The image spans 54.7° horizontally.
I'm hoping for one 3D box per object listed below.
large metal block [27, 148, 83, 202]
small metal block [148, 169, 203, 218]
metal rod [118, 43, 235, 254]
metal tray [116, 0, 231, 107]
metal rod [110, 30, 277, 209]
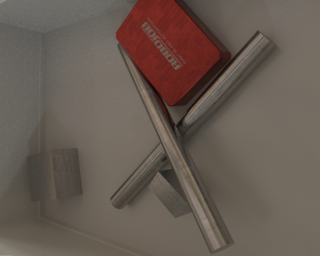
[{"bbox_3d":[-0.184,0.082,0.539,0.080,0.050,0.080,-14,81,38],"label":"large metal block"},{"bbox_3d":[0.023,0.075,0.370,0.050,0.050,0.025,45,117,30],"label":"small metal block"},{"bbox_3d":[0.005,-0.003,0.368,0.025,0.025,0.299,-45,53,30],"label":"metal rod"},{"bbox_3d":[0.011,-0.102,0.380,0.090,0.030,0.130,-46,71,30],"label":"metal tray"},{"bbox_3d":[0.024,0.008,0.385,0.298,0.025,0.025,-50,61,28],"label":"metal rod"}]
